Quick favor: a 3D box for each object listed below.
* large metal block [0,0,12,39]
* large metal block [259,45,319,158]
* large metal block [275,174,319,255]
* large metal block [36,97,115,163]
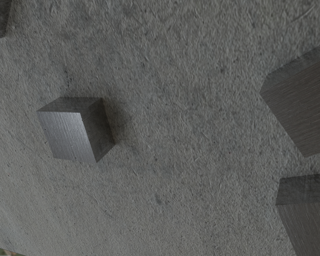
[{"bbox_3d":[-0.254,-0.173,0.418,0.080,0.050,0.080,39,129,2],"label":"large metal block"},{"bbox_3d":[0.155,-0.029,0.291,0.080,0.050,0.080,-31,102,38],"label":"large metal block"},{"bbox_3d":[0.188,0.100,0.353,0.080,0.050,0.080,-15,111,34],"label":"large metal block"},{"bbox_3d":[-0.122,0.001,0.456,0.080,0.050,0.080,3,120,26],"label":"large metal block"}]
